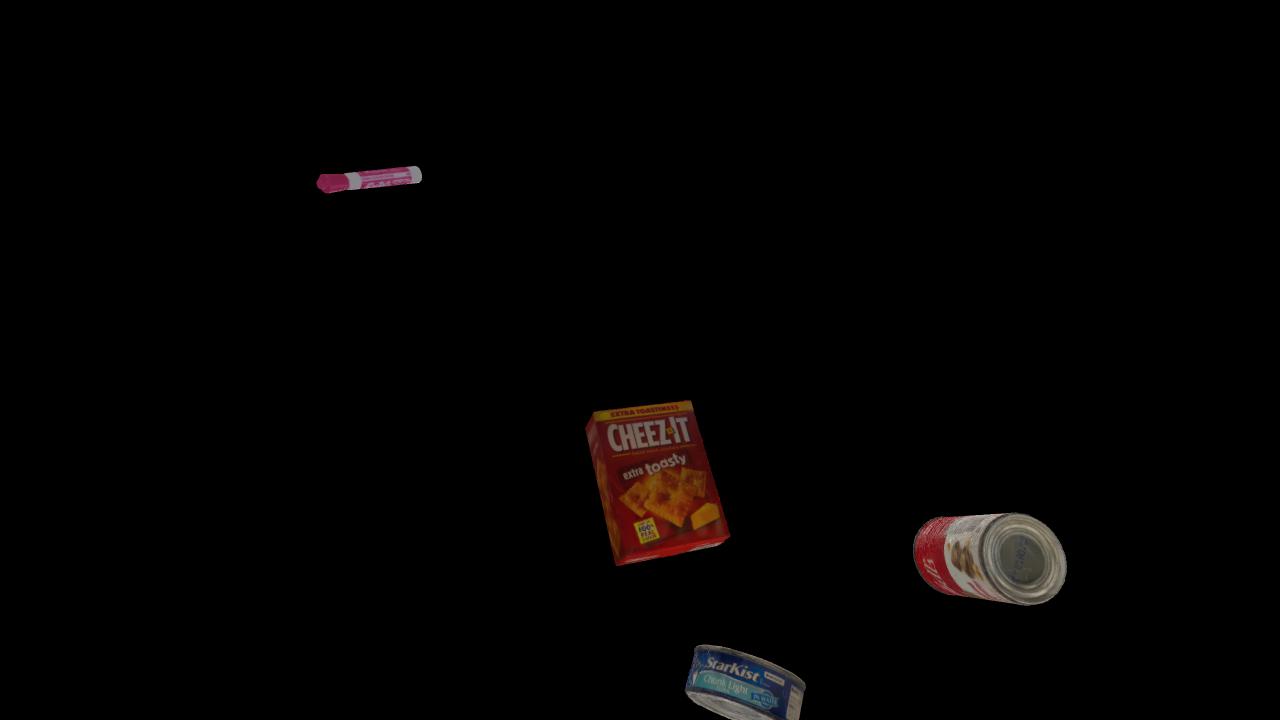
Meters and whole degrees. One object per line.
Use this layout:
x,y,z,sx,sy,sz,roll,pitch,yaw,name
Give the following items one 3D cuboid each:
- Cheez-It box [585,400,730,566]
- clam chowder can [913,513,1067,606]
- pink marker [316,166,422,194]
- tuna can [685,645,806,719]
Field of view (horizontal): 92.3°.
0.023,0.179,0.925,0.166,0.223,0.071,-4,-29,-21,Cheez-It box
0.280,0.160,0.501,0.068,0.068,0.102,0,-17,-5,clam chowder can
-0.284,-0.191,0.651,0.020,0.020,0.121,0,19,32,pink marker
0.076,0.242,0.450,0.084,0.034,0.084,16,-34,11,tuna can
